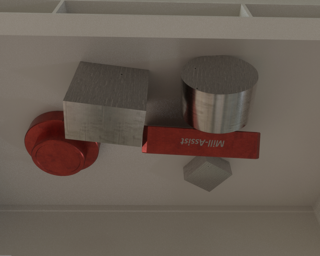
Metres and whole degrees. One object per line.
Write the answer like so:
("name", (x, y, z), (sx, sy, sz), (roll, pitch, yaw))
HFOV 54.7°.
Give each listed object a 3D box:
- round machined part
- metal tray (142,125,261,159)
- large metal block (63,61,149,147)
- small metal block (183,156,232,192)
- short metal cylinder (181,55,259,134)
("round machined part", (-0.133, 0.028, 0.420), (0.099, 0.042, 0.097), (-1, 130, 0))
("metal tray", (0.044, 0.015, 0.381), (0.131, 0.090, 0.030), (3, 90, -4))
("large metal block", (-0.057, -0.028, 0.347), (0.081, 0.080, 0.050), (7, 130, -5))
("small metal block", (0.071, 0.065, 0.465), (0.050, 0.025, 0.050), (29, 124, -23))
("short metal cylinder", (0.063, -0.039, 0.341), (0.081, 0.080, 0.050), (-2, 130, 1))
